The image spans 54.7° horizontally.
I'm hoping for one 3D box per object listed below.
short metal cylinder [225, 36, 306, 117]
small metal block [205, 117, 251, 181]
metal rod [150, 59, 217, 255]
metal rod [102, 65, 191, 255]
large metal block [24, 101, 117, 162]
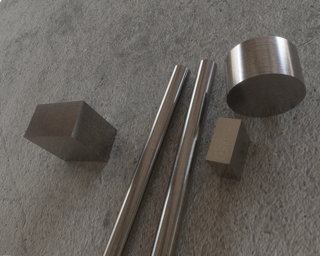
[{"bbox_3d":[0.113,-0.054,0.342,0.080,0.080,0.050,-10,58,22],"label":"short metal cylinder"},{"bbox_3d":[0.075,0.023,0.334,0.025,0.050,0.050,7,65,31],"label":"small metal block"},{"bbox_3d":[0.027,0.046,0.359,0.025,0.025,0.300,2,62,29],"label":"metal rod"},{"bbox_3d":[-0.017,0.050,0.380,0.025,0.025,0.300,7,65,31],"label":"metal rod"},{"bbox_3d":[-0.119,0.007,0.425,0.080,0.080,0.050,-2,61,27],"label":"large metal block"}]
